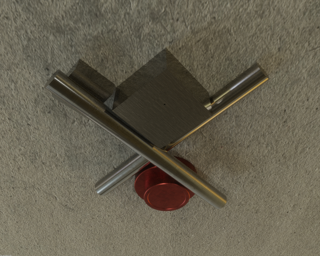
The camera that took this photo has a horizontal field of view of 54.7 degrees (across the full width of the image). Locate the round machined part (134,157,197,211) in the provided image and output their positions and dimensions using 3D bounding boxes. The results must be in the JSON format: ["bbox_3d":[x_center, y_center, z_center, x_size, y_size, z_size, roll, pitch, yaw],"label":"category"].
[{"bbox_3d":[0.010,0.091,0.474,0.099,0.042,0.097,-1,130,0],"label":"round machined part"}]

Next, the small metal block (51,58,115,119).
[{"bbox_3d":[-0.091,-0.046,0.370,0.050,0.025,0.050,35,121,-27],"label":"small metal block"}]

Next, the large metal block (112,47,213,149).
[{"bbox_3d":[0.003,-0.033,0.366,0.080,0.050,0.080,-34,123,25],"label":"large metal block"}]

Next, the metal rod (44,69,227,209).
[{"bbox_3d":[-0.012,0.030,0.400,0.025,0.025,0.301,-36,122,26],"label":"metal rod"}]

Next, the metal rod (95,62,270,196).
[{"bbox_3d":[0.013,0.015,0.424,0.299,0.025,0.025,-37,121,27],"label":"metal rod"}]
